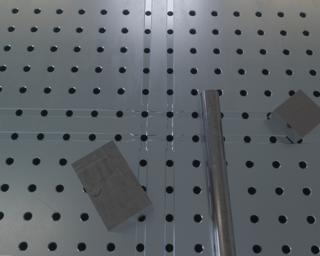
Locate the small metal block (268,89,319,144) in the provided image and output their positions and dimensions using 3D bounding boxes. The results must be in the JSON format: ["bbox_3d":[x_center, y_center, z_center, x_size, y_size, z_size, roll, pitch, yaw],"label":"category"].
[{"bbox_3d":[0.186,-0.016,0.419,0.050,0.025,0.050,-37,74,-12],"label":"small metal block"}]

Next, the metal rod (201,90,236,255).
[{"bbox_3d":[0.074,0.093,0.378,0.025,0.025,0.299,-2,70,-1],"label":"metal rod"}]

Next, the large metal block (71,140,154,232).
[{"bbox_3d":[-0.051,0.070,0.356,0.050,0.080,0.080,-31,73,-11],"label":"large metal block"}]
